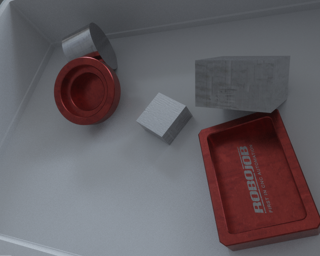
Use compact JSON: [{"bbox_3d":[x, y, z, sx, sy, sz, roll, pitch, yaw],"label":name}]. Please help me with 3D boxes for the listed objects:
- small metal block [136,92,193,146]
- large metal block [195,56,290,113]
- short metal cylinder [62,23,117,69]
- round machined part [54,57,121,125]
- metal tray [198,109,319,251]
[{"bbox_3d":[0.006,-0.013,0.409,0.050,0.025,0.050,31,79,37],"label":"small metal block"},{"bbox_3d":[0.093,-0.053,0.345,0.080,0.081,0.050,8,108,31],"label":"large metal block"},{"bbox_3d":[-0.112,-0.122,0.502,0.050,0.080,0.080,-23,54,14],"label":"short metal cylinder"},{"bbox_3d":[-0.103,-0.053,0.462,0.098,0.042,0.097,0,91,17],"label":"round machined part"},{"bbox_3d":[0.097,0.050,0.320,0.090,0.030,0.130,-18,55,17],"label":"metal tray"}]
